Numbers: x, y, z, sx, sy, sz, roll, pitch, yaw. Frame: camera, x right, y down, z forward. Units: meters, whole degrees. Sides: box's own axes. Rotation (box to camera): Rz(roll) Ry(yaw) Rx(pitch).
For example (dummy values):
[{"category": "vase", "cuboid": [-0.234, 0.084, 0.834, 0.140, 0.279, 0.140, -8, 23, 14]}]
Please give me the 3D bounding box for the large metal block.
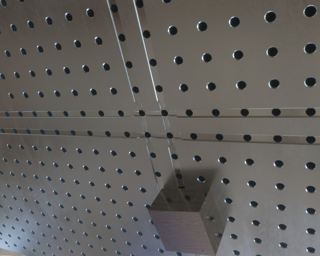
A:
[{"category": "large metal block", "cuboid": [0.040, 0.137, 0.457, 0.080, 0.050, 0.080, -7, 115, 31]}]
